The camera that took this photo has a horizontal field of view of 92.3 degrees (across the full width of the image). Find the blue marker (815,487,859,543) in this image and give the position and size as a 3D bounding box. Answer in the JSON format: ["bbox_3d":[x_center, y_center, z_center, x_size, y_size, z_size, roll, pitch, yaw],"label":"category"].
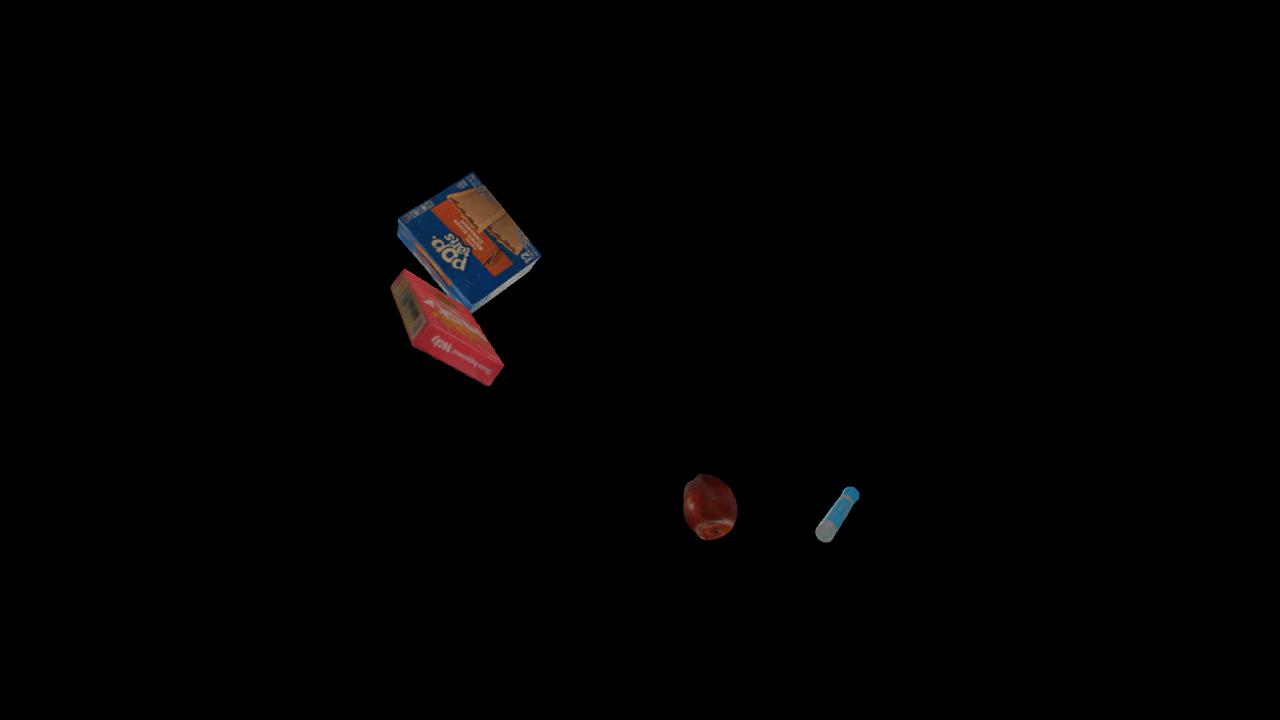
[{"bbox_3d":[0.218,0.166,0.672,0.020,0.020,0.121,0,10,32],"label":"blue marker"}]

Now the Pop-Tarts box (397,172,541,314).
[{"bbox_3d":[-0.266,-0.179,0.960,0.141,0.167,0.083,-41,5,-22],"label":"Pop-Tarts box"}]

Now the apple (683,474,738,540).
[{"bbox_3d":[0.101,0.213,0.891,0.079,0.079,0.093,0,44,-14],"label":"apple"}]

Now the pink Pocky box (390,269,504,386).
[{"bbox_3d":[-0.192,-0.035,0.603,0.084,0.029,0.155,35,5,-37],"label":"pink Pocky box"}]
